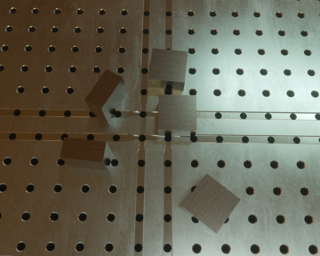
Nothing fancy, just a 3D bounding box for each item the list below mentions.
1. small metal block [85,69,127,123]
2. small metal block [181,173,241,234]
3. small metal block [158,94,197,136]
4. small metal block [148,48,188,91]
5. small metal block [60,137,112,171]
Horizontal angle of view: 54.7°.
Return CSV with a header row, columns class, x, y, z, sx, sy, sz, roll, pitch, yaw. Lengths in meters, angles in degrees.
class,x,y,z,sx,sy,sz,roll,pitch,yaw
small metal block,-0.070,-0.042,0.413,0.025,0.050,0.050,28,72,9
small metal block,0.061,0.093,0.379,0.050,0.025,0.050,37,74,12
small metal block,0.023,-0.017,0.418,0.050,0.025,0.050,1,70,0
small metal block,0.012,-0.084,0.442,0.050,0.025,0.050,6,70,2
small metal block,-0.090,0.034,0.385,0.050,0.050,0.025,6,70,2
